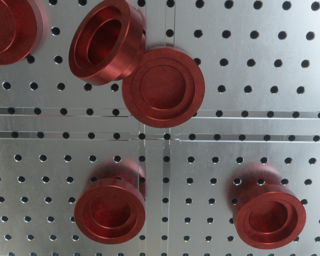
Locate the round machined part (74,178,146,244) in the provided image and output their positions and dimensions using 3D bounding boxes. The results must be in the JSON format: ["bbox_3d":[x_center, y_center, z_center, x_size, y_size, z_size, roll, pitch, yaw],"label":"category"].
[{"bbox_3d":[-0.070,0.114,0.446,0.099,0.042,0.097,0,110,-1],"label":"round machined part"}]

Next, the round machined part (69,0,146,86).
[{"bbox_3d":[-0.055,-0.092,0.350,0.098,0.098,0.042,-48,139,15],"label":"round machined part"}]

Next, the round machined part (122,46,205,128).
[{"bbox_3d":[0.003,-0.052,0.384,0.099,0.042,0.097,-1,112,-2],"label":"round machined part"}]

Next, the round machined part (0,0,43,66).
[{"bbox_3d":[-0.192,-0.121,0.357,0.099,0.042,0.097,0,110,-1],"label":"round machined part"}]

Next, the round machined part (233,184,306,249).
[{"bbox_3d":[0.155,0.124,0.453,0.099,0.042,0.097,0,110,-1],"label":"round machined part"}]
